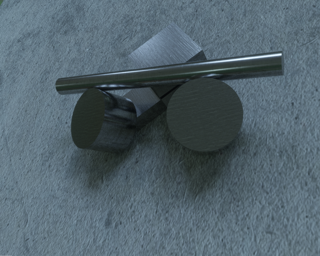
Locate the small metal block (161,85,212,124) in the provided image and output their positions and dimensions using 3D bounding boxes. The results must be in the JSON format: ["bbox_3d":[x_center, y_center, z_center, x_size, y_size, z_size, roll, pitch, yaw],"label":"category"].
[{"bbox_3d":[0.038,-0.031,0.404,0.050,0.025,0.050,-37,51,3],"label":"small metal block"}]

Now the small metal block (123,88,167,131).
[{"bbox_3d":[-0.025,-0.033,0.439,0.050,0.025,0.050,-36,51,2],"label":"small metal block"}]

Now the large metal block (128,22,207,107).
[{"bbox_3d":[0.014,-0.089,0.434,0.080,0.050,0.080,-36,51,4],"label":"large metal block"}]

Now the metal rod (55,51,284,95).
[{"bbox_3d":[-0.009,-0.063,0.382,0.300,0.025,0.025,-1,61,27],"label":"metal rod"}]

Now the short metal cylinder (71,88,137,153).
[{"bbox_3d":[-0.076,-0.008,0.416,0.080,0.050,0.080,-14,69,44],"label":"short metal cylinder"}]

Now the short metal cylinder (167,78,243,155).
[{"bbox_3d":[0.051,-0.011,0.351,0.080,0.050,0.080,-2,81,10],"label":"short metal cylinder"}]
